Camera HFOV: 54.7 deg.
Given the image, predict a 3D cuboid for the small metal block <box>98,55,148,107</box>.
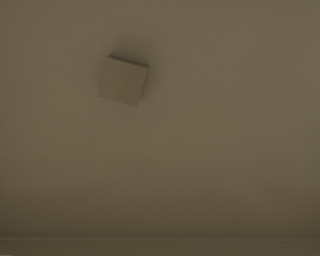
[{"bbox_3d":[-0.046,-0.060,0.389,0.050,0.025,0.050,14,109,-6],"label":"small metal block"}]
